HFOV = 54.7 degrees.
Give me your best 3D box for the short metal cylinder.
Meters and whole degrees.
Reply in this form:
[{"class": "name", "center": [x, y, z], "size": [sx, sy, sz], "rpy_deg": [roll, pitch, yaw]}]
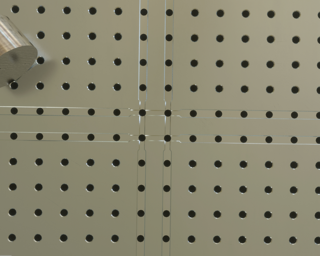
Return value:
[{"class": "short metal cylinder", "center": [-0.202, -0.093, 0.383], "size": [0.080, 0.080, 0.050], "rpy_deg": [-41, 91, 0]}]
